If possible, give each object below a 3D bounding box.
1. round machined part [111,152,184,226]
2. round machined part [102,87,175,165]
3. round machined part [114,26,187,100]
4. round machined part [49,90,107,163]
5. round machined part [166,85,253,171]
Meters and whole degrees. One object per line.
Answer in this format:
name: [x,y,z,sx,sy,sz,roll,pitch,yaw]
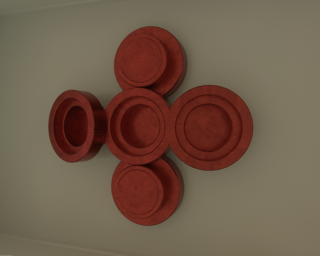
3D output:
round machined part: [-0.021,0.080,0.407,0.098,0.042,0.097,0,90,20]
round machined part: [-0.023,-0.002,0.407,0.098,0.042,0.097,0,90,20]
round machined part: [-0.017,-0.085,0.406,0.098,0.042,0.097,0,90,20]
round machined part: [-0.108,-0.002,0.429,0.098,0.042,0.097,0,90,37]
round machined part: [0.057,0.000,0.371,0.099,0.042,0.097,0,90,3]
